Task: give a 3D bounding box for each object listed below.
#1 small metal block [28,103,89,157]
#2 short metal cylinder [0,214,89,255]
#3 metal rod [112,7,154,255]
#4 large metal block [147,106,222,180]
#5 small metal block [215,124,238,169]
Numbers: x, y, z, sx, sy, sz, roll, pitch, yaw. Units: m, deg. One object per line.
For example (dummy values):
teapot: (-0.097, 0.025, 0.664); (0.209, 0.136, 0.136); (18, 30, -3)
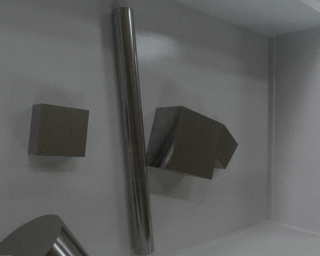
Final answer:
small metal block: (-0.104, 0.004, 0.320); (0.050, 0.025, 0.050); (7, 85, -40)
short metal cylinder: (-0.111, 0.126, 0.279); (0.080, 0.080, 0.050); (-41, 116, -32)
metal rod: (-0.032, 0.007, 0.381); (0.025, 0.025, 0.298); (-8, 96, -40)
large metal block: (0.033, 0.021, 0.420); (0.080, 0.050, 0.080); (20, 77, -39)
small metal block: (0.091, 0.029, 0.486); (0.050, 0.025, 0.050); (50, 61, -29)
